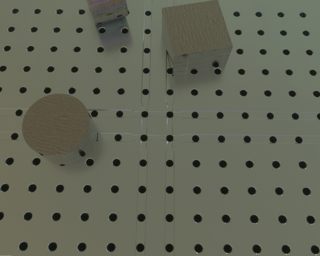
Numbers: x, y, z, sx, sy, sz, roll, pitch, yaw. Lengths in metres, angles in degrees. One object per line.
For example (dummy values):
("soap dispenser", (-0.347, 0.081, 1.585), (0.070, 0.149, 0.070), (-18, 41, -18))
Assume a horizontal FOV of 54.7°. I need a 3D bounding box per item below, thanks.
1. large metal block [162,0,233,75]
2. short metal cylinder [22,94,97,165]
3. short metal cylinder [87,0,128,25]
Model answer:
("large metal block", (0.050, -0.130, 0.446), (0.081, 0.050, 0.080), (-10, 70, -4))
("short metal cylinder", (-0.125, 0.003, 0.396), (0.081, 0.050, 0.080), (0, 70, 0))
("short metal cylinder", (-0.084, -0.198, 0.454), (0.050, 0.080, 0.080), (-19, 71, -7))
